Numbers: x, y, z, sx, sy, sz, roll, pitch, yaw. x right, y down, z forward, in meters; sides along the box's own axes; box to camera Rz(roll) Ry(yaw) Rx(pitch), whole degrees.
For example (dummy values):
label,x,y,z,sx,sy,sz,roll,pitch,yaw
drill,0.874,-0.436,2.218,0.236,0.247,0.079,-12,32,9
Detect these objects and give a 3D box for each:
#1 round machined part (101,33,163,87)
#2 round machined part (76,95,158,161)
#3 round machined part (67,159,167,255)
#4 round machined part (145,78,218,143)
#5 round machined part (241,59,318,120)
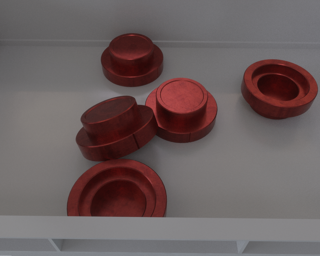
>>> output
label,x,y,z,sx,sy,sz,roll,pitch,yaw
round machined part,-0.044,-0.113,0.488,0.099,0.042,0.098,0,50,0
round machined part,-0.055,-0.006,0.372,0.098,0.042,0.098,-15,26,8
round machined part,-0.042,0.084,0.323,0.099,0.042,0.098,0,51,0
round machined part,0.029,-0.031,0.420,0.099,0.042,0.098,0,50,0
round machined part,0.164,-0.050,0.437,0.099,0.042,0.098,0,50,0
